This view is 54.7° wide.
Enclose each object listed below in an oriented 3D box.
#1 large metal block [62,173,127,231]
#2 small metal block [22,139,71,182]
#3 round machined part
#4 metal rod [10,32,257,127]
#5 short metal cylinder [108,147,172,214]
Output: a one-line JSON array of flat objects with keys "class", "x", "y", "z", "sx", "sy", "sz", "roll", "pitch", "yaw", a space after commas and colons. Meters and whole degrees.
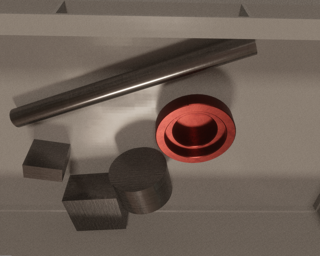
[{"class": "large metal block", "x": -0.098, "y": 0.118, "z": 0.490, "sx": 0.080, "sy": 0.050, "sz": 0.080, "roll": -4, "pitch": 130, "yaw": 4}, {"class": "small metal block", "x": -0.155, "y": 0.044, "z": 0.428, "sx": 0.050, "sy": 0.050, "sz": 0.025, "roll": 9, "pitch": 130, "yaw": -8}, {"class": "round machined part", "x": 0.044, "y": -0.004, "z": 0.396, "sx": 0.099, "sy": 0.042, "sz": 0.097, "roll": -1, "pitch": 130, "yaw": 0}, {"class": "metal rod", "x": -0.041, "y": -0.052, "z": 0.364, "sx": 0.301, "sy": 0.025, "sz": 0.025, "roll": -15, "pitch": 129, "yaw": 12}, {"class": "short metal cylinder", "x": -0.026, "y": 0.073, "z": 0.435, "sx": 0.080, "sy": 0.080, "sz": 0.050, "roll": -8, "pitch": 130, "yaw": 6}]
